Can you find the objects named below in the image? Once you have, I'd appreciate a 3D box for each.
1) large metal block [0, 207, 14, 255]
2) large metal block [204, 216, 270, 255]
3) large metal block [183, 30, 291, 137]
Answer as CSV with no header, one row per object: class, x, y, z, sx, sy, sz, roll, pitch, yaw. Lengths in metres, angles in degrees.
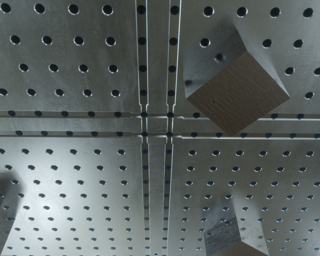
large metal block,-0.315,0.189,0.533,0.080,0.080,0.050,-8,130,7
large metal block,0.142,0.219,0.582,0.080,0.050,0.080,34,122,-26
large metal block,0.085,-0.048,0.355,0.080,0.050,0.080,37,121,-27
